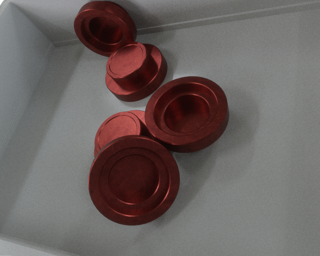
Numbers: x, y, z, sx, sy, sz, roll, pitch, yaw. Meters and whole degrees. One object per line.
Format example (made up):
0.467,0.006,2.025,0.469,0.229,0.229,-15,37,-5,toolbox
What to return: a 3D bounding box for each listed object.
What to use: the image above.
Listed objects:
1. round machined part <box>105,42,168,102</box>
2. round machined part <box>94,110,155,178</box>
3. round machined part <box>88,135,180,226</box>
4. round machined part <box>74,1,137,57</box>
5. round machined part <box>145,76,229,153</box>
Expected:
-0.042,-0.092,0.471,0.098,0.042,0.098,-13,56,20,round machined part
-0.046,0.018,0.406,0.098,0.042,0.098,-13,56,21,round machined part
-0.030,0.056,0.352,0.098,0.098,0.042,-45,11,-3,round machined part
-0.085,-0.165,0.503,0.098,0.098,0.042,-3,56,26,round machined part
0.034,-0.013,0.378,0.098,0.042,0.098,-9,56,13,round machined part
